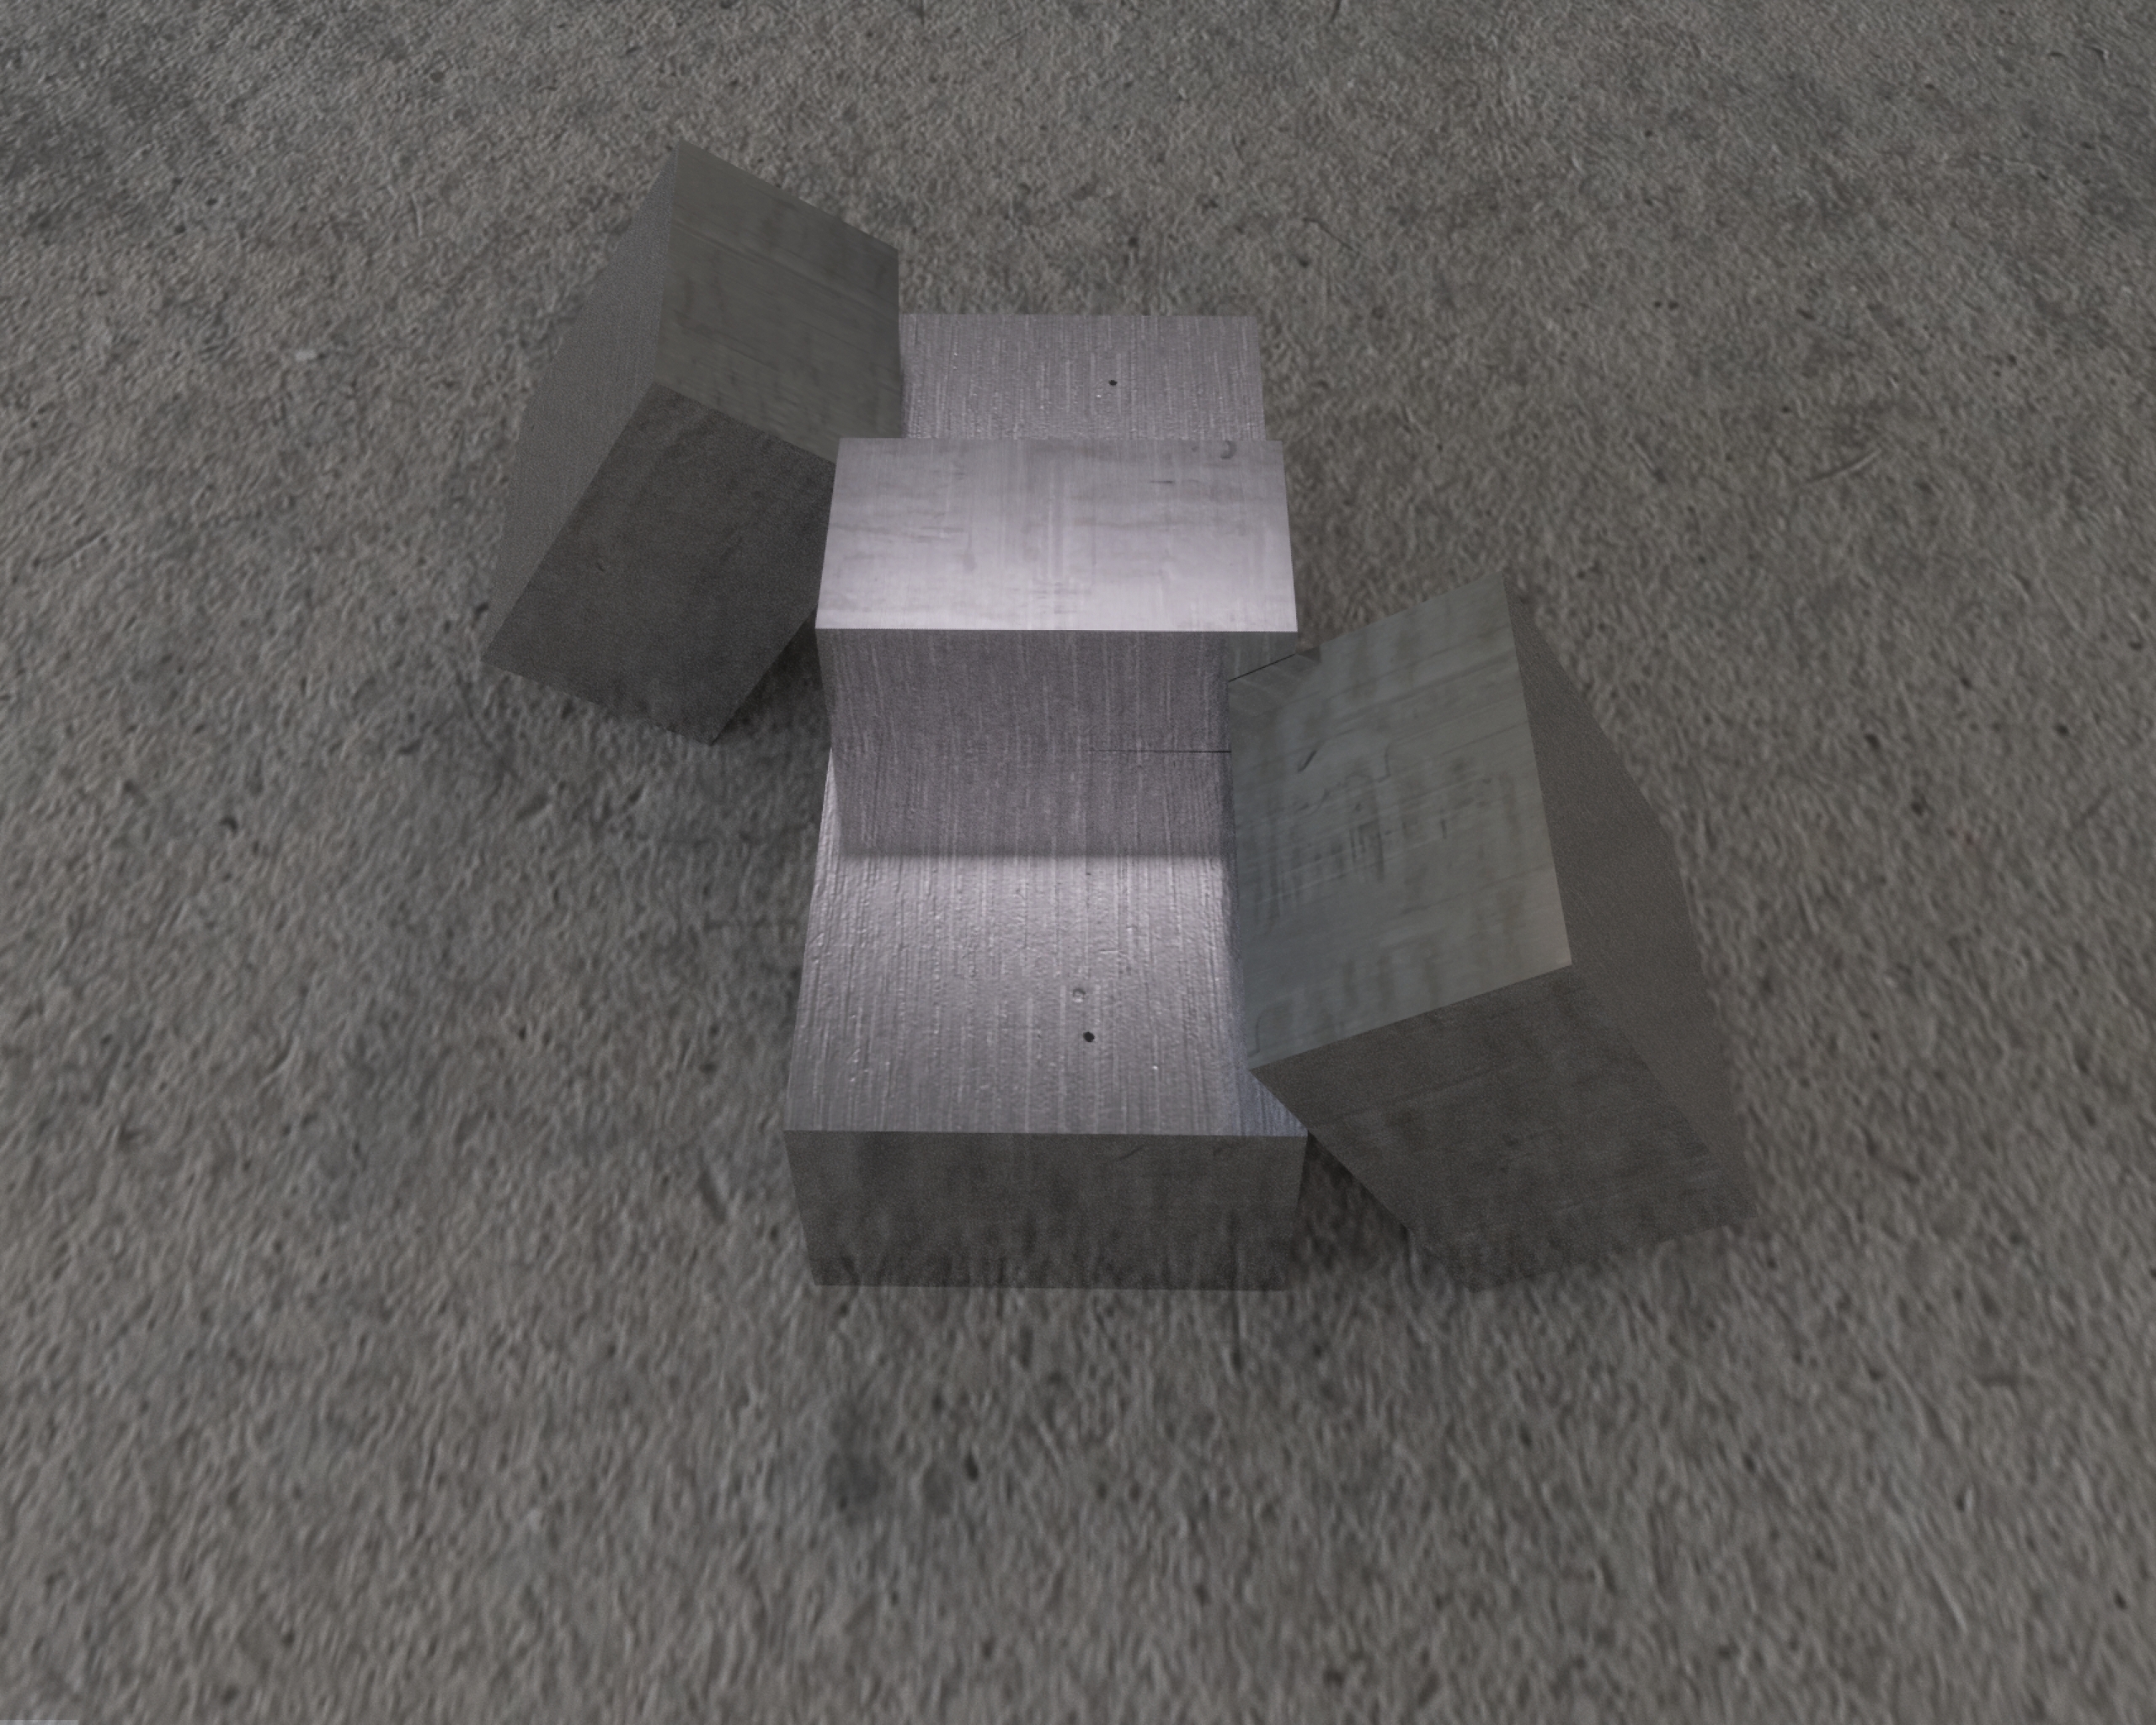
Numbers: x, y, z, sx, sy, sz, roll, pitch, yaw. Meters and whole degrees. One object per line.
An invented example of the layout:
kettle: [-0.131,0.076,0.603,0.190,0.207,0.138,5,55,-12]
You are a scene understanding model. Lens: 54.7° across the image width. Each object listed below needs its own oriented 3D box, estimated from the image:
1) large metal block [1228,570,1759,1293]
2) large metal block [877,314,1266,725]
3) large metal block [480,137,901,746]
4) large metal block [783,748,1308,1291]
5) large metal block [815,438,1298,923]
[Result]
large metal block: [0.068,0.013,0.347,0.050,0.080,0.080,-21,45,24]
large metal block: [-0.002,-0.073,0.448,0.080,0.050,0.080,0,50,0]
large metal block: [-0.079,-0.085,0.429,0.050,0.080,0.080,21,44,-27]
large metal block: [-0.004,0.027,0.364,0.080,0.050,0.080,1,50,0]
large metal block: [-0.003,-0.033,0.395,0.080,0.080,0.050,0,50,0]
